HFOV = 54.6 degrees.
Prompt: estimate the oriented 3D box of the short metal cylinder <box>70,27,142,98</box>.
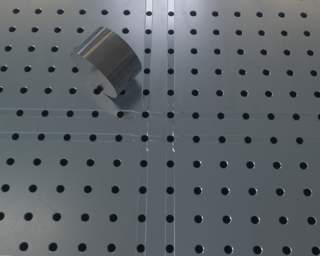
[{"bbox_3d":[-0.071,-0.086,0.414,0.080,0.080,0.050,37,74,12],"label":"short metal cylinder"}]
